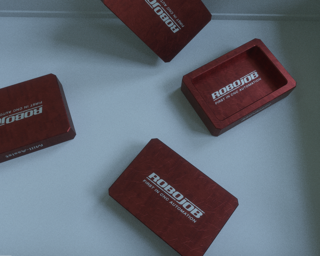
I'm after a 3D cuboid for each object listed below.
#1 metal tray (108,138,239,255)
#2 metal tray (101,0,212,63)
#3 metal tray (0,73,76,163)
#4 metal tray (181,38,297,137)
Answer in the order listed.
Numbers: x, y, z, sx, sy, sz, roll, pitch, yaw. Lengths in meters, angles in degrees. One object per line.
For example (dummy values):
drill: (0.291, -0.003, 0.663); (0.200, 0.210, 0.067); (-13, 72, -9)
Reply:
metal tray: (0.015, 0.085, 0.376); (0.130, 0.030, 0.090); (37, 74, 12)
metal tray: (-0.002, -0.156, 0.398); (0.090, 0.130, 0.030); (-44, 45, 11)
metal tray: (-0.188, -0.010, 0.409); (0.131, 0.030, 0.090); (-19, 71, -7)
metal tray: (0.106, -0.058, 0.428); (0.131, 0.030, 0.090); (-29, 73, -10)
